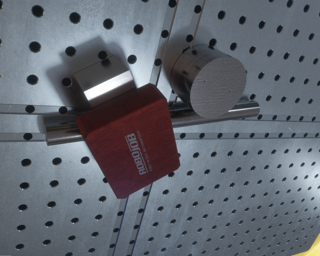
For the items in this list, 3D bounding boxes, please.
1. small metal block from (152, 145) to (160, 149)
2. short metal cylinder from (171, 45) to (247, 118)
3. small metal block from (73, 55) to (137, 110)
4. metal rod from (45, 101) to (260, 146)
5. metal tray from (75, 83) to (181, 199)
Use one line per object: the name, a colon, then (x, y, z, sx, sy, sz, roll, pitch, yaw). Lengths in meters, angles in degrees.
small metal block: (-0.019, 0.041, 0.426, 0.050, 0.025, 0.050, -21, 127, -16)
short metal cylinder: (0.061, -0.059, 0.393, 0.081, 0.050, 0.079, -14, 125, -21)
small metal block: (-0.060, -0.049, 0.332, 0.050, 0.050, 0.025, -28, 128, -11)
metal rod: (0.008, -0.011, 0.411, 0.303, 0.025, 0.025, -8, 122, -25)
metal tray: (-0.029, 0.021, 0.356, 0.091, 0.030, 0.129, -27, 139, -11)
